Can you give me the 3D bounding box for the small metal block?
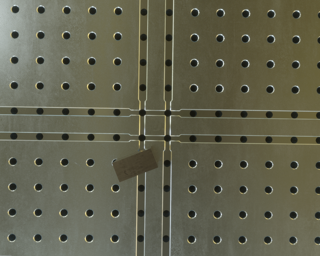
[{"bbox_3d":[-0.030,0.045,0.401,0.050,0.050,0.025,-21,90,0],"label":"small metal block"}]
